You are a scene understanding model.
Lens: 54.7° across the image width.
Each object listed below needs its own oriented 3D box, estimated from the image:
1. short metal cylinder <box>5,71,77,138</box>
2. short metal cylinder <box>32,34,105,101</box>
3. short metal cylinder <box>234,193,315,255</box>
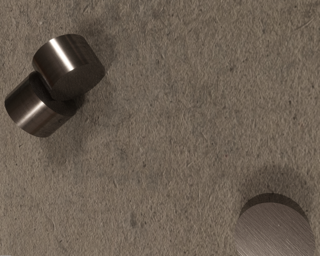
[{"bbox_3d":[-0.166,-0.033,0.437,0.050,0.080,0.080,-38,78,16],"label":"short metal cylinder"},{"bbox_3d":[-0.123,-0.081,0.422,0.080,0.080,0.050,-37,78,16],"label":"short metal cylinder"},{"bbox_3d":[0.128,0.118,0.351,0.080,0.050,0.079,0,90,19],"label":"short metal cylinder"}]
